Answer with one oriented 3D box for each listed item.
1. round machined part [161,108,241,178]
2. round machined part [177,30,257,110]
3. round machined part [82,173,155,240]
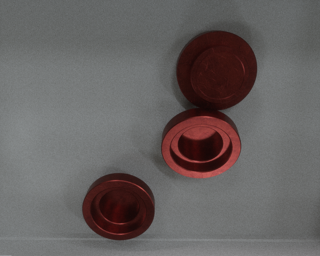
[{"bbox_3d":[0.052,0.015,0.400,0.099,0.042,0.097,1,124,2],"label":"round machined part"},{"bbox_3d":[0.070,-0.068,0.378,0.099,0.042,0.097,0,110,0],"label":"round machined part"},{"bbox_3d":[-0.057,0.107,0.441,0.099,0.042,0.097,0,110,0],"label":"round machined part"}]
